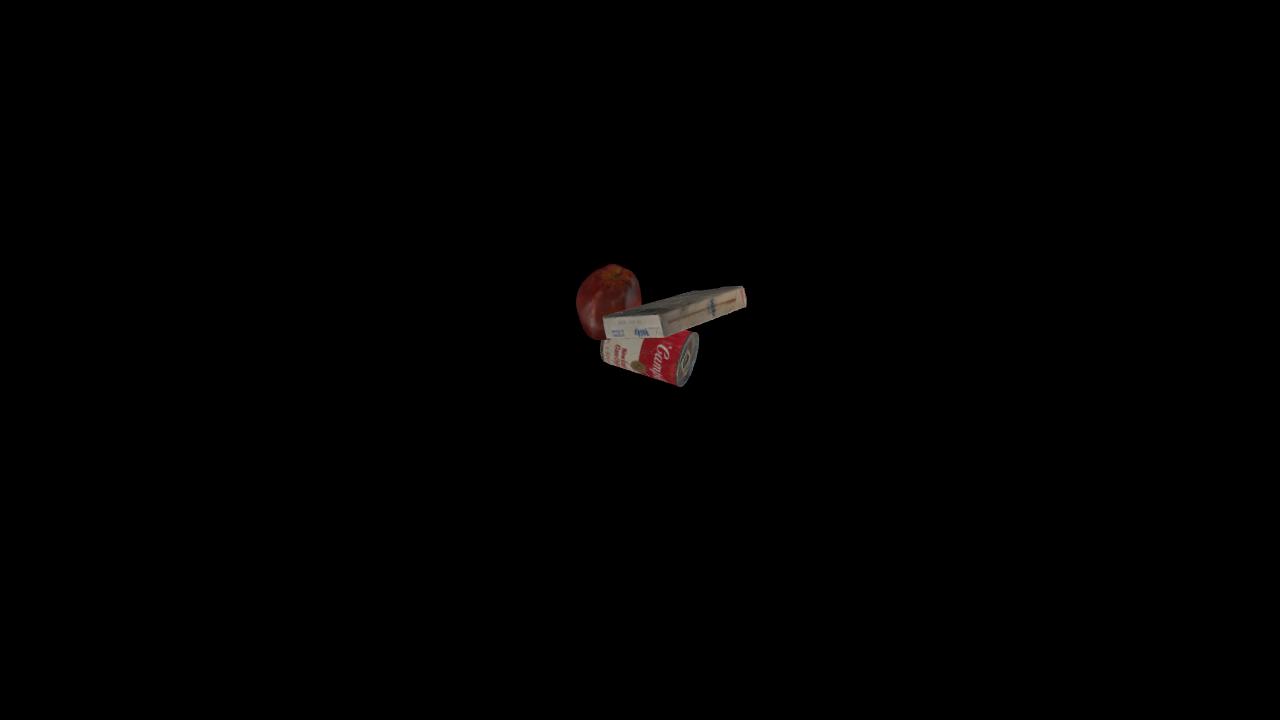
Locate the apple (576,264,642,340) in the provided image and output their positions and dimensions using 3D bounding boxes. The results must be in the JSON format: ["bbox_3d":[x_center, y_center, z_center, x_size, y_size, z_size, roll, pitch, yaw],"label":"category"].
[{"bbox_3d":[-0.035,-0.067,0.714,0.079,0.079,0.093,0,-39,-10],"label":"apple"}]

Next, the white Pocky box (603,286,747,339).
[{"bbox_3d":[0.041,-0.053,0.675,0.084,0.028,0.154,-1,14,43],"label":"white Pocky box"}]

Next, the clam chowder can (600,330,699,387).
[{"bbox_3d":[0.012,-0.014,0.736,0.102,0.068,0.068,18,6,19],"label":"clam chowder can"}]
